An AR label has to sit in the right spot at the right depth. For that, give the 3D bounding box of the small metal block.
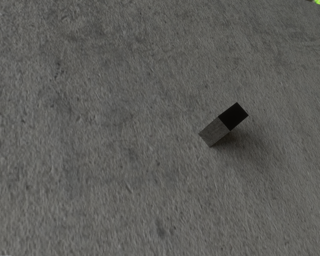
[{"bbox_3d":[0.089,-0.005,0.438,0.050,0.050,0.025,-34,81,-38],"label":"small metal block"}]
